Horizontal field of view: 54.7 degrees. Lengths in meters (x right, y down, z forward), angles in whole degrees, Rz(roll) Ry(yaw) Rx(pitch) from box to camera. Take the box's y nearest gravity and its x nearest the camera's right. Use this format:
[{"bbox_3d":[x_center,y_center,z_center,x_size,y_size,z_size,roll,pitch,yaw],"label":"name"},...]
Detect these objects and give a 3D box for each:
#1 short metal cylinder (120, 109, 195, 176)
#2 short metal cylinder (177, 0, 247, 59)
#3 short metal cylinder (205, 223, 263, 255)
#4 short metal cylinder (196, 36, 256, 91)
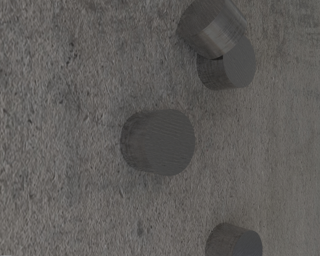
[{"bbox_3d":[-0.002,0.017,0.387,0.081,0.050,0.080,0,90,-40],"label":"short metal cylinder"},{"bbox_3d":[0.071,-0.143,0.428,0.050,0.080,0.080,34,69,-35],"label":"short metal cylinder"},{"bbox_3d":[0.116,0.195,0.486,0.081,0.050,0.080,0,90,-40],"label":"short metal cylinder"},{"bbox_3d":[0.102,-0.099,0.473,0.081,0.050,0.080,0,90,-40],"label":"short metal cylinder"}]
